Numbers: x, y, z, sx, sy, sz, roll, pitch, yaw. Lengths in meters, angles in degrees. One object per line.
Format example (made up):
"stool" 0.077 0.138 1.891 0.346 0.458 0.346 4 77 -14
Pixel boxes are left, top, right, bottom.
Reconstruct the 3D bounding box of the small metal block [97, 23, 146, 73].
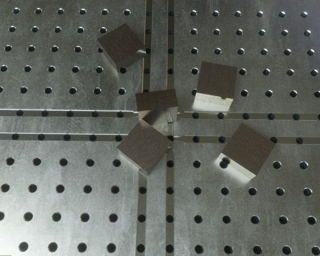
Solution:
"small metal block" -0.056 -0.117 0.454 0.050 0.025 0.050 -34 74 -12

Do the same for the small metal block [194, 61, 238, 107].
"small metal block" 0.078 -0.062 0.435 0.050 0.025 0.050 11 70 4

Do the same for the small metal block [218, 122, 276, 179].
"small metal block" 0.112 0.030 0.402 0.050 0.025 0.050 34 73 11

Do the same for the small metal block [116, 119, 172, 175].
"small metal block" -0.020 0.025 0.403 0.050 0.025 0.050 37 74 12

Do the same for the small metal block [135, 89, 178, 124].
"small metal block" -0.004 -0.026 0.408 0.050 0.050 0.025 -8 70 -3
